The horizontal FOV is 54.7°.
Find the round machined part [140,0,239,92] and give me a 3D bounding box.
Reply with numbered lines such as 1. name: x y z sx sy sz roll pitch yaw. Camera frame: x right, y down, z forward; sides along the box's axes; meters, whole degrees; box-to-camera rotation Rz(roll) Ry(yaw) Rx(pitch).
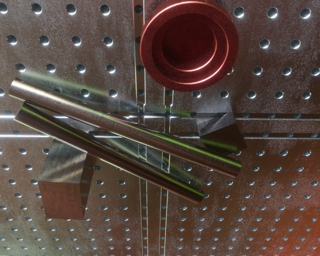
1. round machined part: 0.029 -0.090 0.325 0.099 0.042 0.097 -1 130 0

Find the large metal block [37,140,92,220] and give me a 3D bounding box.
1. large metal block: -0.128 0.070 0.434 0.050 0.080 0.079 4 130 -4

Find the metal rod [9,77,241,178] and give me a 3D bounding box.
1. metal rod: -0.035 0.003 0.395 0.302 0.025 0.025 21 127 -10

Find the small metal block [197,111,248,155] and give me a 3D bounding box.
1. small metal block: 0.085 0.011 0.423 0.050 0.025 0.050 -22 127 17

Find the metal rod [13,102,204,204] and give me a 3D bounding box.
1. metal rod: -0.053 0.046 0.439 0.301 0.025 0.025 30 124 -27
